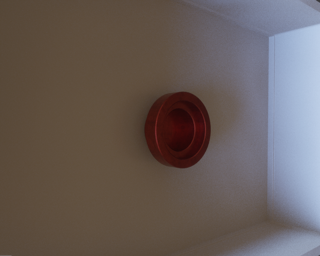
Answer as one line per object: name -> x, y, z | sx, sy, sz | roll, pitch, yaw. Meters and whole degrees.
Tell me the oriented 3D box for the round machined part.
round machined part -> 0.019, 0.002, 0.409 | 0.099, 0.042, 0.097 | 0, 90, -40
